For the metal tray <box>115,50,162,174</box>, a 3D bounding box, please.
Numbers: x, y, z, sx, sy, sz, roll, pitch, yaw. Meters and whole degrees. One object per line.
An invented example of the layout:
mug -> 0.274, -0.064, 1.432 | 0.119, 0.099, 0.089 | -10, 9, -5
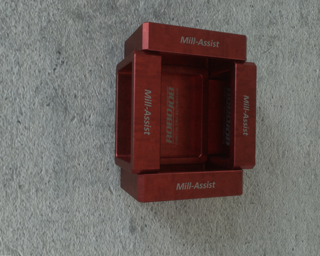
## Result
metal tray -> -0.028, -0.017, 0.365 | 0.030, 0.090, 0.129 | 1, 90, -20

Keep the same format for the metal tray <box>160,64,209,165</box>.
metal tray -> 0.018, -0.017, 0.415 | 0.091, 0.030, 0.129 | 1, 90, -21

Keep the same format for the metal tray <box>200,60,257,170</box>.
metal tray -> 0.086, -0.015, 0.408 | 0.030, 0.090, 0.129 | 1, 90, -20

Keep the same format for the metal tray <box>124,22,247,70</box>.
metal tray -> 0.029, -0.096, 0.387 | 0.131, 0.090, 0.030 | 1, 90, -20

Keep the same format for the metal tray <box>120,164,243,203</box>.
metal tray -> 0.024, 0.064, 0.385 | 0.131, 0.090, 0.030 | 1, 90, -20
